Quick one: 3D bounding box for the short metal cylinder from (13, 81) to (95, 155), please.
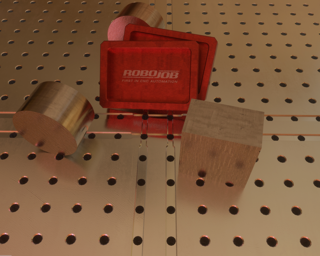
[{"bbox_3d":[-0.128,-0.011,0.380,0.080,0.080,0.050,12,51,10],"label":"short metal cylinder"}]

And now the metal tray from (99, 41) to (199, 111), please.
[{"bbox_3d":[-0.014,-0.070,0.419,0.131,0.030,0.089,2,94,9],"label":"metal tray"}]

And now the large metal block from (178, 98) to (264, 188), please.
[{"bbox_3d":[0.068,0.019,0.357,0.080,0.080,0.050,12,51,9],"label":"large metal block"}]

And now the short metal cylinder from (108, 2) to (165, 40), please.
[{"bbox_3d":[-0.037,-0.152,0.497,0.080,0.079,0.050,11,46,9],"label":"short metal cylinder"}]

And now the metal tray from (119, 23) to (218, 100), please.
[{"bbox_3d":[0.010,-0.093,0.444,0.131,0.089,0.030,13,10,10],"label":"metal tray"}]
